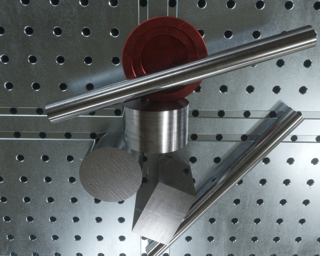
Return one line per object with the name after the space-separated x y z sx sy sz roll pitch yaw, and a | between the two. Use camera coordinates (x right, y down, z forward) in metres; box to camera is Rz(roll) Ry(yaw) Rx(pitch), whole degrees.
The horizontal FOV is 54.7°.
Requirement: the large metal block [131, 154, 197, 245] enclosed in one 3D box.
0.004 0.093 0.418 0.050 0.080 0.080 24 108 -9 | large metal block

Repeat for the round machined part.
0.006 -0.084 0.373 0.099 0.042 0.097 0 110 0 | round machined part

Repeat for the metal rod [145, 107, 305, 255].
0.084 0.088 0.446 0.025 0.025 0.299 39 105 -13 | metal rod

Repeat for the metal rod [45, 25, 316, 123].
0.018 -0.058 0.347 0.301 0.025 0.025 -16 110 5 | metal rod

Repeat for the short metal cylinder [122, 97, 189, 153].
-0.005 -0.008 0.381 0.081 0.080 0.050 0 110 0 | short metal cylinder

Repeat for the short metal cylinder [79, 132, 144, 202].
-0.063 0.052 0.419 0.081 0.050 0.079 0 110 0 | short metal cylinder
